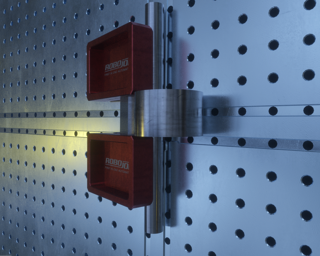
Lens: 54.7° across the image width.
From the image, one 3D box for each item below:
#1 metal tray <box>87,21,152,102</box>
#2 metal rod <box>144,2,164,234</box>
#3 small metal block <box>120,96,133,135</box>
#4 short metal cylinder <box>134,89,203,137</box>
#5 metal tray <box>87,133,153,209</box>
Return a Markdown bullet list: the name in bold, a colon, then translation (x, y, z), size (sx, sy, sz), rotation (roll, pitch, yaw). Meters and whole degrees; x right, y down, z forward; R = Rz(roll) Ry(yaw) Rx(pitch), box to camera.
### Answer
- **metal tray**: translation (-0.061, -0.086, 0.434), size (0.130, 0.030, 0.089), rotation (0, 90, 52)
- **metal rod**: translation (-0.008, -0.013, 0.410), size (0.025, 0.025, 0.298), rotation (0, 90, 40)
- **small metal block**: translation (-0.037, -0.016, 0.421), size (0.050, 0.025, 0.050), rotation (-177, 88, -71)
- **short metal cylinder**: translation (0.010, -0.016, 0.361), size (0.080, 0.081, 0.050), rotation (0, 90, 40)
- **metal tray**: translation (-0.060, 0.053, 0.433), size (0.130, 0.030, 0.089), rotation (1, 91, 52)
